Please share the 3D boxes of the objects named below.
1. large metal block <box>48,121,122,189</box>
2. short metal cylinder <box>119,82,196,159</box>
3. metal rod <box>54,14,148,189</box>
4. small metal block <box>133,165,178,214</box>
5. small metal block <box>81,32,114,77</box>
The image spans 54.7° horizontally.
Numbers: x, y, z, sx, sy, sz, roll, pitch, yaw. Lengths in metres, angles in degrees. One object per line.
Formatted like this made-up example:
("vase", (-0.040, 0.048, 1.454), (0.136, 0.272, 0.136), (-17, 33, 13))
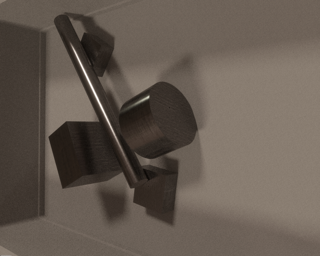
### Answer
("large metal block", (-0.105, 0.037, 0.455), (0.050, 0.081, 0.080), (-33, 70, 35))
("short metal cylinder", (-0.002, -0.008, 0.371), (0.050, 0.081, 0.080), (-26, 74, 37))
("metal rod", (-0.093, -0.052, 0.448), (0.025, 0.025, 0.299), (-42, 65, 31))
("small metal block", (-0.006, 0.080, 0.410), (0.050, 0.025, 0.050), (11, 97, 39))
("small metal block", (-0.106, -0.116, 0.491), (0.050, 0.025, 0.050), (41, 115, 32))
